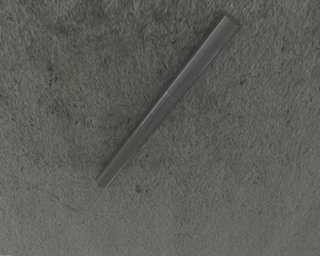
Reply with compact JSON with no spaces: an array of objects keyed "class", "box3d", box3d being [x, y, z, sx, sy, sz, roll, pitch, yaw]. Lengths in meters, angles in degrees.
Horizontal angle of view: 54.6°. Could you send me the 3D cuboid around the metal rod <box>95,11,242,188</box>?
[{"class":"metal rod","box3d":[-0.007,-0.014,0.394,0.025,0.025,0.298,26,125,-20]}]
